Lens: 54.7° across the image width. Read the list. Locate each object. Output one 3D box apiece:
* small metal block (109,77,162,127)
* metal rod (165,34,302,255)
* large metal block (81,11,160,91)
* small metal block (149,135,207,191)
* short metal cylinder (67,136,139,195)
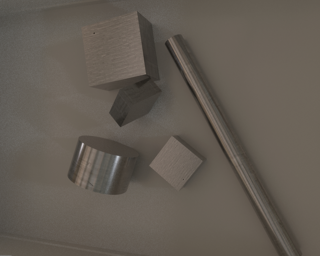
[{"bbox_3d":[-0.032,-0.033,0.397,0.025,0.050,0.050,51,141,12],"label":"small metal block"},{"bbox_3d":[0.085,0.017,0.380,0.025,0.025,0.299,-30,81,17],"label":"metal rod"},{"bbox_3d":[-0.052,-0.099,0.414,0.080,0.050,0.080,-9,87,19],"label":"large metal block"},{"bbox_3d":[0.023,0.045,0.402,0.050,0.025,0.050,40,102,15],"label":"small metal block"},{"bbox_3d":[-0.074,0.047,0.406,0.080,0.080,0.050,21,97,18],"label":"short metal cylinder"}]
